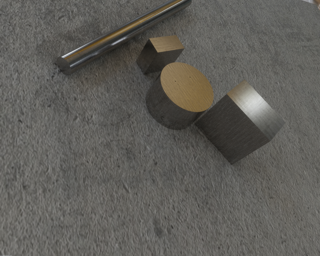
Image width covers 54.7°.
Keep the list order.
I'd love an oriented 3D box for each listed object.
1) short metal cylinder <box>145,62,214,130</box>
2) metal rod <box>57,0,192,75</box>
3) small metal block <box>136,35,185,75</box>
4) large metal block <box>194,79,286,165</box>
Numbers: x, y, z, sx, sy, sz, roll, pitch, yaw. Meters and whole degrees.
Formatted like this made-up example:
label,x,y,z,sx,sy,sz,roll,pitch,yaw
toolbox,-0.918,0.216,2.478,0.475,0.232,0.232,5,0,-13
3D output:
label,x,y,z,sx,sy,sz,roll,pitch,yaw
short metal cylinder,0.027,-0.044,0.431,0.081,0.050,0.080,14,56,-21
metal rod,-0.036,-0.158,0.482,0.025,0.025,0.302,44,51,2
small metal block,0.000,-0.107,0.455,0.050,0.050,0.025,-19,72,-36
large metal block,0.109,-0.007,0.434,0.080,0.080,0.050,49,51,5
